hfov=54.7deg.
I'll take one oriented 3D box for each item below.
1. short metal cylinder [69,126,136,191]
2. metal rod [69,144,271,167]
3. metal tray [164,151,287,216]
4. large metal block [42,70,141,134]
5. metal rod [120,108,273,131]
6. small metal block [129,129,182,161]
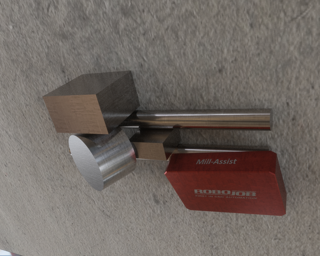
[{"bbox_3d":[-0.076,0.035,0.406,0.080,0.050,0.079,34,139,36],"label":"short metal cylinder"},{"bbox_3d":[-0.005,0.033,0.430,0.300,0.025,0.025,0,119,27],"label":"metal rod"},{"bbox_3d":[0.082,0.070,0.386,0.130,0.030,0.090,-4,134,28],"label":"metal tray"},{"bbox_3d":[-0.083,-0.034,0.394,0.080,0.080,0.050,1,119,27],"label":"large metal block"},{"bbox_3d":[-0.012,-0.011,0.407,0.301,0.025,0.025,1,119,27],"label":"metal rod"},{"bbox_3d":[-0.006,0.017,0.404,0.050,0.050,0.025,1,119,27],"label":"small metal block"}]
